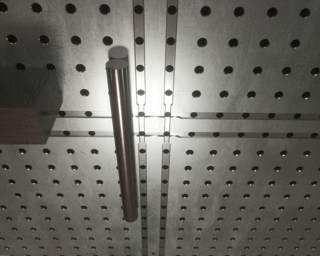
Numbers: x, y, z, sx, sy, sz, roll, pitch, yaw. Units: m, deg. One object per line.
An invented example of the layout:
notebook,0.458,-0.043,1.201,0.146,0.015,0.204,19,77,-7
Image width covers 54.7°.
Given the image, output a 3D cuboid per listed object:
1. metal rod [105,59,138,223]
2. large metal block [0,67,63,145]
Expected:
metal rod,-0.050,0.041,0.446,0.025,0.025,0.298,0,130,-1
large metal block,-0.165,-0.027,0.350,0.081,0.080,0.050,0,130,-1
